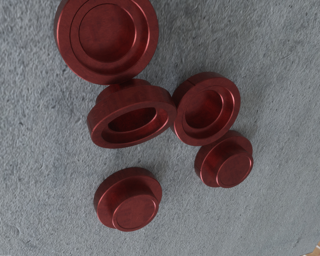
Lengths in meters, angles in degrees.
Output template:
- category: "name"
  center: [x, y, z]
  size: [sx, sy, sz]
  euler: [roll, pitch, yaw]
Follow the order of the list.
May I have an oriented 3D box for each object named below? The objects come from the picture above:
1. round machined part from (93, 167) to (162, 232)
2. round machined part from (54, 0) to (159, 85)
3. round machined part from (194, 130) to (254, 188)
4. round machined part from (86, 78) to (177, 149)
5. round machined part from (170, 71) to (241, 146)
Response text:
- category: "round machined part"
  center: [-0.041, 0.108, 0.440]
  size: [0.099, 0.042, 0.097]
  euler: [-14, 124, -21]
- category: "round machined part"
  center: [-0.054, -0.096, 0.307]
  size: [0.099, 0.042, 0.097]
  euler: [-14, 124, -21]
- category: "round machined part"
  center: [0.107, 0.056, 0.488]
  size: [0.099, 0.042, 0.097]
  euler: [-14, 124, -21]
- category: "round machined part"
  center: [-0.034, -0.019, 0.348]
  size: [0.099, 0.042, 0.098]
  euler: [-18, 156, -8]
- category: "round machined part"
  center: [0.053, -0.028, 0.407]
  size: [0.099, 0.042, 0.097]
  euler: [-14, 124, -21]
